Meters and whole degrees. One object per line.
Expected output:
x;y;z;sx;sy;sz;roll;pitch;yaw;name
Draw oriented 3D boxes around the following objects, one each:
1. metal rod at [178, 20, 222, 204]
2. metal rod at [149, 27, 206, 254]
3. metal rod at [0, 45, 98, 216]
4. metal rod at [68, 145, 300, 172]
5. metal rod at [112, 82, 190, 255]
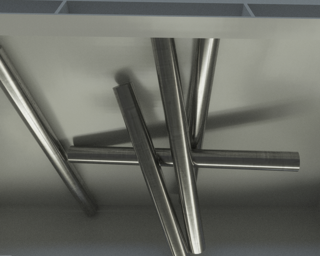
0.047;0.007;0.415;0.025;0.025;0.298;1;130;-1;metal rod
0.027;0.032;0.379;0.025;0.025;0.298;-8;113;6;metal rod
-0.150;0.027;0.430;0.025;0.025;0.299;-10;130;8;metal rod
0.023;0.039;0.412;0.301;0.025;0.025;1;131;10;metal rod
0.000;0.086;0.404;0.025;0.025;0.298;-15;105;12;metal rod
